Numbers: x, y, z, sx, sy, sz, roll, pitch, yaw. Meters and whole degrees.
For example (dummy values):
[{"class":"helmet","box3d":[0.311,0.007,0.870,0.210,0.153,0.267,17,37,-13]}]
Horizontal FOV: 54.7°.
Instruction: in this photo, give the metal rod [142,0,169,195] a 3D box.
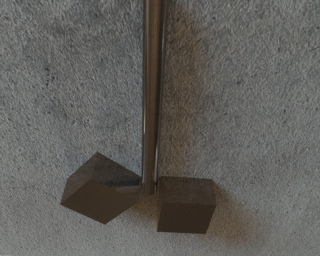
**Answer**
[{"class":"metal rod","box3d":[-0.010,-0.017,0.392,0.025,0.025,0.298,2,130,-2]}]

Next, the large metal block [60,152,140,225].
[{"class":"large metal block","box3d":[-0.089,0.093,0.469,0.080,0.050,0.080,35,122,-27]}]

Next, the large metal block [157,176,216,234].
[{"class":"large metal block","box3d":[0.039,0.125,0.498,0.081,0.050,0.079,4,130,-4]}]
